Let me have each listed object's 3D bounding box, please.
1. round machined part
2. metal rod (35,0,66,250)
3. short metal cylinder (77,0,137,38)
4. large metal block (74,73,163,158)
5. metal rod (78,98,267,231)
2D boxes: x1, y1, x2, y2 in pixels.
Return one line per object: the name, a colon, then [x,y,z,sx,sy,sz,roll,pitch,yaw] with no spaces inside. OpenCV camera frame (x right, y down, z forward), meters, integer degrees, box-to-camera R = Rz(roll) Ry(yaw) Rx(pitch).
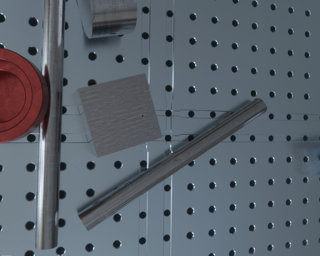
round machined part: [-0.169,-0.033,0.332,0.099,0.042,0.097,0,90,-4]
metal rod: [-0.129,-0.011,0.365,0.025,0.025,0.298,2,89,-20]
short metal cylinder: [-0.064,-0.148,0.359,0.050,0.080,0.080,-13,95,-19]
large metal block: [-0.052,-0.016,0.380,0.081,0.050,0.080,-17,96,-19]
metal rod: [0.029,0.040,0.423,0.302,0.025,0.025,-31,101,-17]
